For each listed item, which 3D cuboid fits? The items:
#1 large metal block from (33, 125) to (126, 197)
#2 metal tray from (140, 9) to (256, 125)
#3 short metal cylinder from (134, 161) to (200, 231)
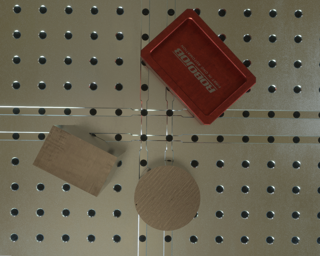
[{"bbox_3d":[-0.095,0.037,0.385,0.080,0.080,0.050,27,90,0],"label":"large metal block"},{"bbox_3d":[0.049,-0.078,0.411,0.090,0.030,0.130,-43,90,0],"label":"metal tray"},{"bbox_3d":[0.009,0.085,0.401,0.081,0.050,0.079,0,90,0],"label":"short metal cylinder"}]
